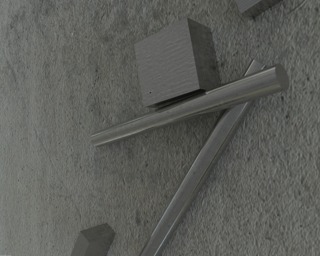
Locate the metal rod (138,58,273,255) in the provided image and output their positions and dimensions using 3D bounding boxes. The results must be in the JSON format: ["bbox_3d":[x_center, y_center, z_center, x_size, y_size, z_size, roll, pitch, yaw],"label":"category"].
[{"bbox_3d":[0.042,0.059,0.368,0.025,0.025,0.298,40,114,32],"label":"metal rod"}]

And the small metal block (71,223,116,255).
[{"bbox_3d":[-0.101,0.177,0.469,0.025,0.050,0.050,36,112,34],"label":"small metal block"}]

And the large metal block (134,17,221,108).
[{"bbox_3d":[0.021,-0.072,0.370,0.080,0.050,0.080,-15,81,38],"label":"large metal block"}]

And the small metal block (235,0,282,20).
[{"bbox_3d":[0.102,-0.150,0.320,0.050,0.025,0.050,-27,74,36],"label":"small metal block"}]

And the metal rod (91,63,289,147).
[{"bbox_3d":[0.006,-0.014,0.377,0.299,0.025,0.025,-17,79,44],"label":"metal rod"}]
